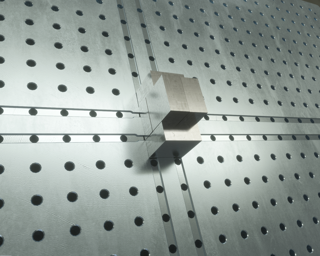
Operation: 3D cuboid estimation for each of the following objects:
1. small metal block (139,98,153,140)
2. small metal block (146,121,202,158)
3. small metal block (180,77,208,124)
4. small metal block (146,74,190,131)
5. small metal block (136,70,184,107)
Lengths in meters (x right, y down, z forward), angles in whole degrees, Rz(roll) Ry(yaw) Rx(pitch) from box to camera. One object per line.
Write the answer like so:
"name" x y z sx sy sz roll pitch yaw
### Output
"small metal block" 0.003 -0.012 0.416 0.050 0.025 0.050 1 61 -26
"small metal block" 0.016 0.015 0.390 0.050 0.050 0.025 1 61 -27
"small metal block" 0.031 -0.029 0.394 0.025 0.050 0.050 1 61 -26
"small metal block" 0.008 -0.030 0.381 0.025 0.050 0.050 2 61 -28
"small metal block" 0.002 -0.051 0.422 0.050 0.050 0.025 2 61 -27
